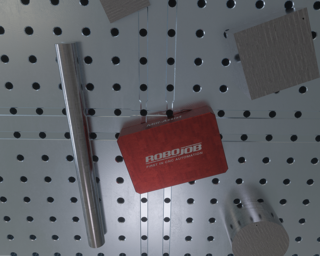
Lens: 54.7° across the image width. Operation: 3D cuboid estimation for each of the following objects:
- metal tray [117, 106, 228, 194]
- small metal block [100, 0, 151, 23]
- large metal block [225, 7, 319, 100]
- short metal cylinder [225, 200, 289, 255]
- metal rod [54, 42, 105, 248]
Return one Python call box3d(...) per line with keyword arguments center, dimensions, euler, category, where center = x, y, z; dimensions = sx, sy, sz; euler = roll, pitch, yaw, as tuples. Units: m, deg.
box3d(center=(0.018, 0.031, 0.422), dimensions=(0.131, 0.030, 0.089), euler=(-15, 110, 5), category="metal tray")
box3d(center=(-0.044, -0.155, 0.356), dimensions=(0.050, 0.025, 0.050), euler=(-22, 109, 8), category="small metal block")
box3d(center=(0.131, -0.089, 0.368), dimensions=(0.080, 0.050, 0.080), euler=(-19, 109, 6), category="large metal block")
box3d(center=(0.141, 0.155, 0.459), dimensions=(0.081, 0.050, 0.079), euler=(0, 110, 0), category="short metal cylinder")
box3d(center=(-0.106, 0.037, 0.425), dimensions=(0.025, 0.025, 0.298), euler=(-3, 110, 1), category="metal rod")
